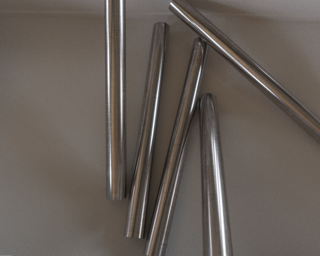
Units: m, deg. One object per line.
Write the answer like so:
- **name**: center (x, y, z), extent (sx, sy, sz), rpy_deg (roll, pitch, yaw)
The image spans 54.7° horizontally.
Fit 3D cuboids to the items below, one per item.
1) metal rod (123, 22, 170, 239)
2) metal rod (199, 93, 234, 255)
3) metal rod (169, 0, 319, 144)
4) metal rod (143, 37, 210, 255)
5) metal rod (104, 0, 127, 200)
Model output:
- **metal rod**: center (-0.014, -0.012, 0.413), extent (0.025, 0.025, 0.299), rpy_deg (6, 70, 2)
- **metal rod**: center (0.054, 0.059, 0.312), extent (0.025, 0.025, 0.300), rpy_deg (5, 41, 2)
- **metal rod**: center (0.128, -0.075, 0.421), extent (0.300, 0.025, 0.025), rpy_deg (44, 76, 8)
- **metal rod**: center (0.027, 0.011, 0.405), extent (0.025, 0.025, 0.299), rpy_deg (13, 70, 4)
- **metal rod**: center (-0.053, -0.064, 0.372), extent (0.025, 0.025, 0.298), rpy_deg (0, 93, 0)
